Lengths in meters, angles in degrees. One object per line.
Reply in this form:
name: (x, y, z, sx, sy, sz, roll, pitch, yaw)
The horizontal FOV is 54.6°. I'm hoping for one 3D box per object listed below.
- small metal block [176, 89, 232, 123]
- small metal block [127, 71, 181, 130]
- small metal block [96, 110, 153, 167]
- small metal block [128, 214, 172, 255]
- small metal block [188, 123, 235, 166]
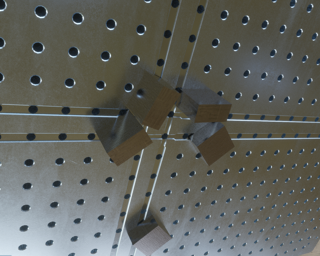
small metal block: (0.056, -0.030, 0.406, 0.050, 0.050, 0.025, -3, 120, -27)
small metal block: (-0.009, -0.033, 0.369, 0.025, 0.050, 0.050, 21, 107, -36)
small metal block: (-0.044, 0.011, 0.377, 0.050, 0.050, 0.025, -34, 129, -6)
small metal block: (-0.016, 0.178, 0.512, 0.050, 0.025, 0.050, -37, 129, -3)
small metal block: (0.078, 0.022, 0.466, 0.050, 0.025, 0.050, -37, 129, -3)
